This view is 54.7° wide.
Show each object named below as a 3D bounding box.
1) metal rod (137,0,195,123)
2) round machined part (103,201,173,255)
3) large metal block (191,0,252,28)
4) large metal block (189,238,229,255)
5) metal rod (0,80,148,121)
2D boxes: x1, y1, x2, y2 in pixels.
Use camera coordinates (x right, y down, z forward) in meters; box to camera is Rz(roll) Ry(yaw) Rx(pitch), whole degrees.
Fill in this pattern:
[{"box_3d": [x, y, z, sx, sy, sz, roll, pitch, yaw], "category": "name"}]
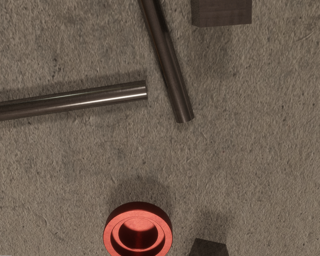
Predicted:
[{"box_3d": [-0.012, -0.145, 0.356, 0.025, 0.025, 0.298, -17, 110, 6], "category": "metal rod"}, {"box_3d": [-0.031, 0.149, 0.455, 0.099, 0.042, 0.097, 0, 110, -1], "category": "round machined part"}, {"box_3d": [0.061, -0.151, 0.326, 0.050, 0.080, 0.079, -4, 110, 1], "category": "large metal block"}, {"box_3d": [0.070, 0.229, 0.466, 0.050, 0.080, 0.079, 15, 109, -6], "category": "large metal block"}, {"box_3d": [-0.166, -0.027, 0.397, 0.302, 0.025, 0.025, -8, 110, 2], "category": "metal rod"}]
